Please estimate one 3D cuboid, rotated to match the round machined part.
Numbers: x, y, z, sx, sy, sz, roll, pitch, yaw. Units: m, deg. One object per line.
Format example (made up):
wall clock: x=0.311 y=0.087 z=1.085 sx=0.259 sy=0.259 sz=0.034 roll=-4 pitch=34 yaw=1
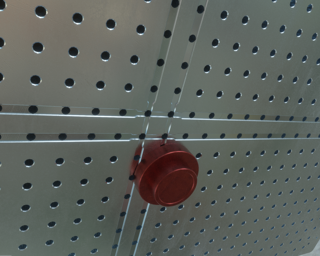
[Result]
round machined part: x=0.015 y=0.076 z=0.455 sx=0.099 sy=0.042 sz=0.097 roll=-14 pitch=124 yaw=-21
